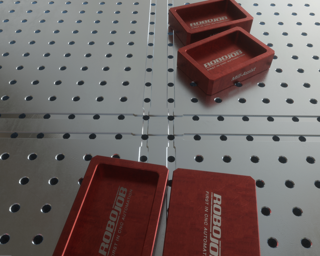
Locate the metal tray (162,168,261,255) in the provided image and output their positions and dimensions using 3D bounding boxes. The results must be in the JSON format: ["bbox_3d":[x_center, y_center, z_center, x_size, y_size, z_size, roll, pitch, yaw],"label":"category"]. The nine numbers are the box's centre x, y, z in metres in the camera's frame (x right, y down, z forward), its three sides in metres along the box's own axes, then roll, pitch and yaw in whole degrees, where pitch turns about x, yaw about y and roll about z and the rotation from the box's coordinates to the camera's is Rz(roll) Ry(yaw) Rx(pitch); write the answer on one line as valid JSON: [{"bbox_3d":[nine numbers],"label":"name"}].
[{"bbox_3d":[0.051,0.107,0.315,0.090,0.030,0.130,6,50,5],"label":"metal tray"}]

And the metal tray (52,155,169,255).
[{"bbox_3d":[-0.046,0.095,0.324,0.090,0.030,0.130,8,50,7],"label":"metal tray"}]

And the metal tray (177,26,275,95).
[{"bbox_3d":[0.104,-0.112,0.498,0.131,0.030,0.090,-26,55,-20],"label":"metal tray"}]

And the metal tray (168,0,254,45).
[{"bbox_3d":[0.091,-0.197,0.570,0.131,0.030,0.090,-17,52,-14],"label":"metal tray"}]
